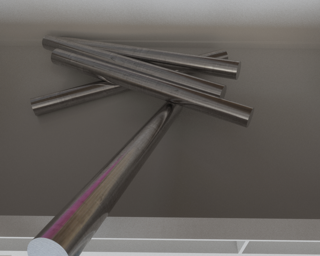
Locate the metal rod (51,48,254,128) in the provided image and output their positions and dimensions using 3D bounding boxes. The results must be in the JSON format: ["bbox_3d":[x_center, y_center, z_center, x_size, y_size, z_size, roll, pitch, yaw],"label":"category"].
[{"bbox_3d":[-0.026,-0.060,0.415,0.301,0.025,0.025,20,53,22],"label":"metal rod"}]

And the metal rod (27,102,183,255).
[{"bbox_3d":[-0.019,0.018,0.297,0.025,0.025,0.301,13,22,11],"label":"metal rod"}]

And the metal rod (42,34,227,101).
[{"bbox_3d":[-0.051,-0.091,0.447,0.301,0.025,0.025,20,53,22],"label":"metal rod"}]

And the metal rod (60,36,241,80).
[{"bbox_3d":[-0.031,-0.110,0.469,0.301,0.025,0.025,14,51,22],"label":"metal rod"}]

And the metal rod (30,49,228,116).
[{"bbox_3d":[-0.035,-0.072,0.465,0.302,0.025,0.025,-17,52,-14],"label":"metal rod"}]
